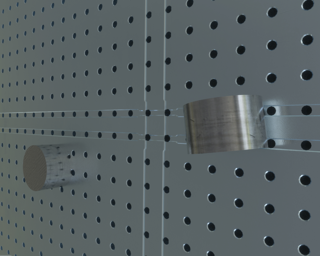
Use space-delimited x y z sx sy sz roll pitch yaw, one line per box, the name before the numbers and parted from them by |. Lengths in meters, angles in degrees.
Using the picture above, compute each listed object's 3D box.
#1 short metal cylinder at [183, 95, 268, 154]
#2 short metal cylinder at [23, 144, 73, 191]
short metal cylinder | 0.066 -0.002 0.318 0.080 0.081 0.050 -9 85 39
short metal cylinder | -0.202 0.069 0.556 0.080 0.050 0.079 0 90 39
